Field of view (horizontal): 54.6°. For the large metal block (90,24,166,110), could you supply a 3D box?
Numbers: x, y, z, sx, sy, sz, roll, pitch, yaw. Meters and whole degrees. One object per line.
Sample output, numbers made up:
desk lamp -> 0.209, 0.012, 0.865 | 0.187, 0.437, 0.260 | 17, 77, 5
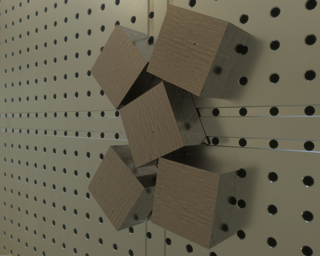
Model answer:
large metal block -> -0.041, -0.081, 0.428 | 0.080, 0.050, 0.080 | -52, 59, 28

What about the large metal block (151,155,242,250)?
large metal block -> 0.041, 0.080, 0.360 | 0.080, 0.050, 0.080 | 12, 97, 39

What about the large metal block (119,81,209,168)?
large metal block -> 0.003, -0.002, 0.391 | 0.080, 0.050, 0.080 | -28, 72, 36

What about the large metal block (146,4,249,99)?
large metal block -> 0.041, -0.087, 0.358 | 0.080, 0.050, 0.080 | 31, 110, 33

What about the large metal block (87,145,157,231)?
large metal block -> -0.045, 0.080, 0.430 | 0.080, 0.050, 0.080 | 45, 117, 31
